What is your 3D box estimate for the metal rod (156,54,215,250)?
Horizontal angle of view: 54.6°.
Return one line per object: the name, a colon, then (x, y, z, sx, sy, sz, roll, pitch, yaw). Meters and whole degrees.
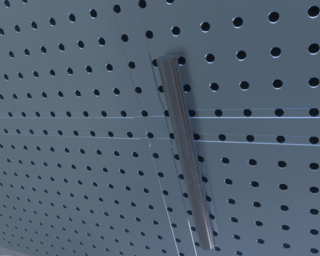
metal rod: (0.041, 0.049, 0.420, 0.025, 0.025, 0.298, 0, 119, 28)
